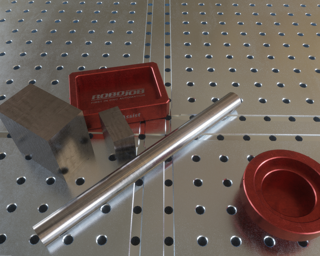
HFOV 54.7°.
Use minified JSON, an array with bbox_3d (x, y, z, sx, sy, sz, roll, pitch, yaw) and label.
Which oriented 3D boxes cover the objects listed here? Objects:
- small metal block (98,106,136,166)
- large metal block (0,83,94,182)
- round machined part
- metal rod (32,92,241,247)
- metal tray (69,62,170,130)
[{"bbox_3d":[-0.052,0.010,0.382,0.025,0.050,0.050,-21,54,-17],"label":"small metal block"},{"bbox_3d":[-0.132,0.006,0.365,0.080,0.080,0.050,27,55,20],"label":"large metal block"},{"bbox_3d":[0.136,0.075,0.336,0.099,0.042,0.098,0,50,0],"label":"round machined part"},{"bbox_3d":[-0.008,0.035,0.377,0.302,0.025,0.025,-33,58,-25],"label":"metal rod"},{"bbox_3d":[-0.060,-0.048,0.443,0.131,0.030,0.090,-9,51,-9],"label":"metal tray"}]
